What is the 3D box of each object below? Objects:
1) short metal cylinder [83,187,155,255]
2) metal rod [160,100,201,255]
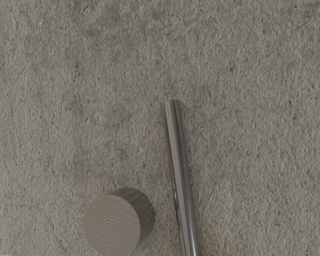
[{"bbox_3d":[-0.053,0.124,0.413,0.080,0.050,0.079,0,90,19],"label":"short metal cylinder"},{"bbox_3d":[0.033,0.113,0.396,0.025,0.025,0.298,-9,87,19],"label":"metal rod"}]
